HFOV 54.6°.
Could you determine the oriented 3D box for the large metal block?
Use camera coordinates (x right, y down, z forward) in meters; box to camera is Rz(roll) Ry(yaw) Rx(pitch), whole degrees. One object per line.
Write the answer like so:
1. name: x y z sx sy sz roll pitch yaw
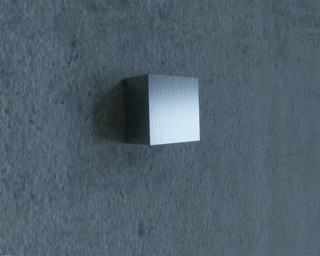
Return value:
1. large metal block: 0.003 -0.022 0.390 0.081 0.050 0.080 -3 92 -40
